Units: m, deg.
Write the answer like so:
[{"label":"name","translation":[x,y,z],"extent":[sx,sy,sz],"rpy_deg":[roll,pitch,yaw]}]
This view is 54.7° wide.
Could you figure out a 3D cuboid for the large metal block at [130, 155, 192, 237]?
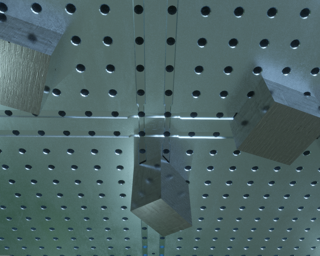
[{"label":"large metal block","translation":[0.003,0.101,0.462],"extent":[0.050,0.080,0.080],"rpy_deg":[-28,125,21]}]

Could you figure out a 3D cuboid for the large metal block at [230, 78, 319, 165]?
[{"label":"large metal block","translation":[0.148,-0.006,0.393],"extent":[0.081,0.050,0.079],"rpy_deg":[17,128,-14]}]

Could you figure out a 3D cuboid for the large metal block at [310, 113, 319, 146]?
[{"label":"large metal block","translation":[0.258,0.012,0.409],"extent":[0.080,0.050,0.080],"rpy_deg":[-24,127,18]}]

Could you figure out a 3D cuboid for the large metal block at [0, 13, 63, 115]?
[{"label":"large metal block","translation":[-0.159,-0.070,0.334],"extent":[0.081,0.050,0.079],"rpy_deg":[17,128,-15]}]
